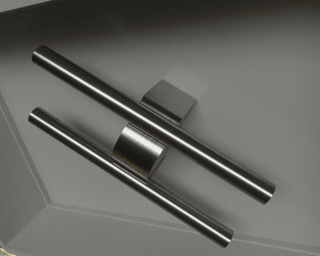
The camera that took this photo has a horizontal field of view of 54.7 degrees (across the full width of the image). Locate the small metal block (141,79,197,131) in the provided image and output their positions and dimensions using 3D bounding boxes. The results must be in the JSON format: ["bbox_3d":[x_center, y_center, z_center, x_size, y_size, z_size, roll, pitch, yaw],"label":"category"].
[{"bbox_3d":[0.009,-0.027,0.368,0.050,0.050,0.025,32,128,7],"label":"small metal block"}]

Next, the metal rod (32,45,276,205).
[{"bbox_3d":[-0.013,-0.008,0.343,0.301,0.025,0.025,31,128,7],"label":"metal rod"}]

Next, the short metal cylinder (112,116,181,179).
[{"bbox_3d":[-0.016,0.017,0.389,0.050,0.080,0.079,32,128,7],"label":"short metal cylinder"}]

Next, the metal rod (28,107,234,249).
[{"bbox_3d":[-0.043,0.060,0.402,0.301,0.025,0.025,31,128,7],"label":"metal rod"}]

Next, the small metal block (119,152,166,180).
[{"bbox_3d":[-0.028,0.048,0.433,0.050,0.050,0.025,32,128,7],"label":"small metal block"}]
